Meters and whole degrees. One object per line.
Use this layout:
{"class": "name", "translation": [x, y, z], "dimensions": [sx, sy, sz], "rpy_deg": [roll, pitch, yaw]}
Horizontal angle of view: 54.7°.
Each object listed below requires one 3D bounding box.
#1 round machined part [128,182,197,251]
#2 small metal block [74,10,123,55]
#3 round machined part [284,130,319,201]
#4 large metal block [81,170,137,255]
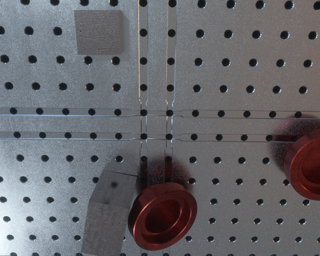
{"class": "round machined part", "translation": [0.000, 0.118, 0.434], "dimensions": [0.099, 0.042, 0.097], "rpy_deg": [-13, 118, -25]}
{"class": "small metal block", "translation": [-0.072, -0.114, 0.370], "dimensions": [0.050, 0.025, 0.050], "rpy_deg": [0, 110, 0]}
{"class": "round machined part", "translation": [0.219, 0.046, 0.423], "dimensions": [0.099, 0.042, 0.097], "rpy_deg": [0, 110, 0]}
{"class": "large metal block", "translation": [-0.068, 0.116, 0.425], "dimensions": [0.050, 0.080, 0.079], "rpy_deg": [12, 110, -2]}
